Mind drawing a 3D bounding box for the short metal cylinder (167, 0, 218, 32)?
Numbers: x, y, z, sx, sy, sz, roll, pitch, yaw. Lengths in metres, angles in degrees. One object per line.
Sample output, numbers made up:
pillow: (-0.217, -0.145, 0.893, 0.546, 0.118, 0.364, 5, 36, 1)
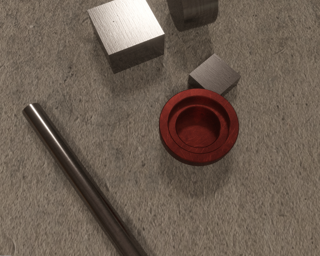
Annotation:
short metal cylinder: (0.045, -0.186, 0.448, 0.050, 0.080, 0.080, -17, 71, -6)

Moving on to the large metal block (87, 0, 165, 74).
large metal block: (-0.047, -0.136, 0.444, 0.080, 0.050, 0.080, -24, 72, -9)

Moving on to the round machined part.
round machined part: (0.048, 0.002, 0.399, 0.099, 0.042, 0.098, 0, 70, -1)

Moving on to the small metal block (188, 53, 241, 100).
small metal block: (0.075, -0.068, 0.434, 0.050, 0.025, 0.050, -41, 75, -14)

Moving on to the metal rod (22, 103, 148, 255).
metal rod: (-0.080, 0.086, 0.375, 0.025, 0.025, 0.300, -36, 74, -12)
